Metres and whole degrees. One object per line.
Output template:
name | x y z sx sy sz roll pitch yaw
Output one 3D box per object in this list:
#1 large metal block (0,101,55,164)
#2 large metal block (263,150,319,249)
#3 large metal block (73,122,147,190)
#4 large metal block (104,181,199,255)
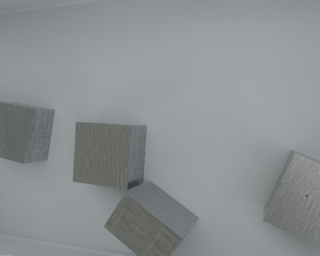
large metal block | -0.215 0.004 0.471 0.080 0.050 0.079 10 94 19
large metal block | 0.168 0.078 0.338 0.080 0.050 0.080 24 98 18
large metal block | -0.067 0.034 0.420 0.080 0.050 0.079 4 91 19
large metal block | -0.007 0.116 0.383 0.080 0.080 0.050 35 101 16
